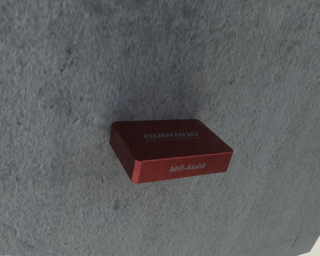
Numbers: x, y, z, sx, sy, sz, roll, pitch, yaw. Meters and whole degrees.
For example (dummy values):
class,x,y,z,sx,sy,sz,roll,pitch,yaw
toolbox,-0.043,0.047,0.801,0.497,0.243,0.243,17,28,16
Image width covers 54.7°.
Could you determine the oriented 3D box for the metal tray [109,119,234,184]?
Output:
class,x,y,z,sx,sy,sz,roll,pitch,yaw
metal tray,0.013,0.023,0.387,0.131,0.090,0.030,-3,120,-28
